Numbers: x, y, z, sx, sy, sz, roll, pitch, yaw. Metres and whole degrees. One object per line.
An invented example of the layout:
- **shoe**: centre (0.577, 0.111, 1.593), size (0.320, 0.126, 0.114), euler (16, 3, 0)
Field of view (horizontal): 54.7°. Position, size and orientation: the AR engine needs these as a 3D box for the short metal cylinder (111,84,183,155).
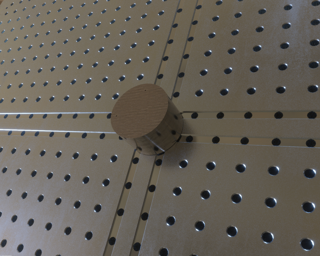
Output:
- **short metal cylinder**: centre (-0.016, -0.011, 0.405), size (0.080, 0.050, 0.080), euler (-13, 56, 20)
